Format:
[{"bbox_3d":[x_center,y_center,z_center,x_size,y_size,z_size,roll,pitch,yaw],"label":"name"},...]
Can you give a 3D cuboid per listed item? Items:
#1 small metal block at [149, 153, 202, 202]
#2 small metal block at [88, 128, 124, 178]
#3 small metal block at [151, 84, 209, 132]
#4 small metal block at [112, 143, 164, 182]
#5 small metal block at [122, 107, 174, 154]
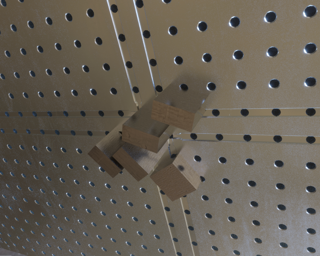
[{"bbox_3d":[0.022,0.071,0.442,0.050,0.025,0.050,48,128,-6],"label":"small metal block"},{"bbox_3d":[-0.067,0.036,0.451,0.050,0.050,0.025,45,129,-3],"label":"small metal block"},{"bbox_3d":[0.024,-0.025,0.366,0.050,0.050,0.025,19,126,16],"label":"small metal block"},{"bbox_3d":[-0.030,0.037,0.432,0.050,0.050,0.025,45,129,-4],"label":"small metal block"},{"bbox_3d":[-0.015,0.002,0.403,0.050,0.050,0.025,19,126,16],"label":"small metal block"}]
